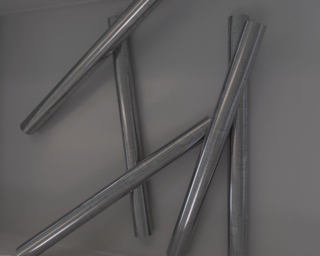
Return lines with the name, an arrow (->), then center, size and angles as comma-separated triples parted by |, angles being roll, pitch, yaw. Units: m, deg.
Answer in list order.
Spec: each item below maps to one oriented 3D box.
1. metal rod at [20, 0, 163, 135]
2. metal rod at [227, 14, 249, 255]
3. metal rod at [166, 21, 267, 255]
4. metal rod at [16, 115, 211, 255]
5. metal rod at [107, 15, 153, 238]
metal rod -> -0.100, -0.086, 0.424 | 0.299, 0.025, 0.025 | -39, 78, 23
metal rod -> 0.095, 0.015, 0.376 | 0.025, 0.025, 0.298 | 0, 90, 20
metal rod -> 0.062, 0.026, 0.370 | 0.025, 0.025, 0.298 | 21, 104, 18
metal rod -> -0.057, 0.080, 0.397 | 0.300, 0.025, 0.025 | -35, 79, 4
metal rod -> -0.041, -0.004, 0.425 | 0.025, 0.025, 0.298 | -8, 87, 20
